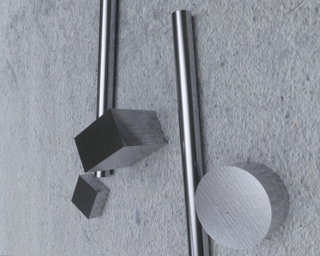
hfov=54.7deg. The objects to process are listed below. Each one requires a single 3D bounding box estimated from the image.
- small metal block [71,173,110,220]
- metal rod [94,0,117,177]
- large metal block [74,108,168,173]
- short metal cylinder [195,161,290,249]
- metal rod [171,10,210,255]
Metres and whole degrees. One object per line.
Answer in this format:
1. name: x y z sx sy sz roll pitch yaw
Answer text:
1. small metal block: -0.111 0.108 0.494 0.050 0.025 0.050 32 110 35
2. metal rod: -0.082 -0.076 0.470 0.025 0.025 0.298 4 92 39
3. large metal block: -0.051 0.017 0.409 0.080 0.081 0.050 -34 69 34
4. short metal cylinder: 0.084 0.076 0.318 0.080 0.050 0.079 0 90 39
5. metal rod: 0.036 0.008 0.373 0.025 0.025 0.298 -6 86 39
